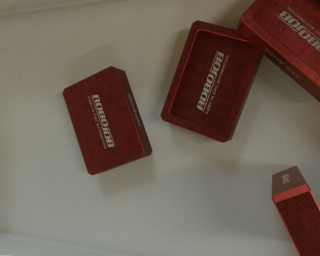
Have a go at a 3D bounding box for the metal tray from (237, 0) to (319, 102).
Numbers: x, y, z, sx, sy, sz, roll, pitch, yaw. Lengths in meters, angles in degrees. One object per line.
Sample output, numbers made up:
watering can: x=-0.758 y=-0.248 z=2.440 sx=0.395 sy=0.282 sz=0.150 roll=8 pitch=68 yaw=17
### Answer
metal tray: x=0.161 y=-0.101 z=0.330 sx=0.130 sy=0.030 sz=0.090 roll=43 pitch=89 yaw=6

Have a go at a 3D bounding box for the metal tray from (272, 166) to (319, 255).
metal tray: x=0.144 y=0.091 z=0.304 sx=0.030 sy=0.130 sz=0.090 roll=-27 pitch=81 yaw=18

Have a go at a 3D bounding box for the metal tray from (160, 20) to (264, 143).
metal tray: x=0.065 y=-0.057 z=0.384 sx=0.090 sy=0.030 sz=0.129 roll=21 pitch=97 yaw=18

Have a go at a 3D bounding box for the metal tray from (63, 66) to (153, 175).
metal tray: x=-0.075 y=-0.009 z=0.434 sx=0.090 sy=0.030 sz=0.129 roll=-22 pitch=83 yaw=18
